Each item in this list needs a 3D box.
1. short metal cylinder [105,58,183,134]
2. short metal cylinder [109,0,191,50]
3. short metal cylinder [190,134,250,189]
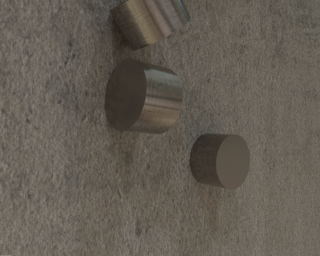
[{"bbox_3d":[-0.020,-0.034,0.354,0.050,0.080,0.080,7,86,-40],"label":"short metal cylinder"},{"bbox_3d":[-0.011,-0.133,0.361,0.080,0.080,0.050,-45,117,-31],"label":"short metal cylinder"},{"bbox_3d":[0.091,0.049,0.468,0.081,0.050,0.079,0,90,-40],"label":"short metal cylinder"}]
